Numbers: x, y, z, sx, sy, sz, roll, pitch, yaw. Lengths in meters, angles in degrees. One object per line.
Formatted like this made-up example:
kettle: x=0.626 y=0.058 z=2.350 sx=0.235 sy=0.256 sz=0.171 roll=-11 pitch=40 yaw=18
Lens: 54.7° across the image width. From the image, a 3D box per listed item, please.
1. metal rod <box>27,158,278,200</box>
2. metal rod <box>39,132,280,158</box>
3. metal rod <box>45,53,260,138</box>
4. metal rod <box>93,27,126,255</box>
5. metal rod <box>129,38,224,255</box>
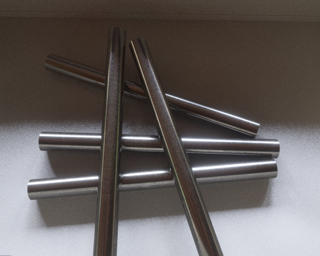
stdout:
metal rod: x=-0.007 y=0.063 z=0.385 sx=0.302 sy=0.025 sz=0.025 roll=-5 pitch=70 yaw=-2
metal rod: x=-0.001 y=0.022 z=0.400 sx=0.302 sy=0.025 sz=0.025 roll=2 pitch=70 yaw=0
metal rod: x=-0.015 y=-0.045 z=0.424 sx=0.301 sy=0.025 sz=0.025 roll=19 pitch=71 yaw=6
metal rod: x=-0.059 y=0.009 z=0.377 sx=0.025 sy=0.025 sz=0.299 roll=0 pitch=70 yaw=0
metal rod: x=0.015 y=0.019 z=0.375 sx=0.025 sy=0.025 sz=0.299 roll=-17 pitch=71 yaw=-6
